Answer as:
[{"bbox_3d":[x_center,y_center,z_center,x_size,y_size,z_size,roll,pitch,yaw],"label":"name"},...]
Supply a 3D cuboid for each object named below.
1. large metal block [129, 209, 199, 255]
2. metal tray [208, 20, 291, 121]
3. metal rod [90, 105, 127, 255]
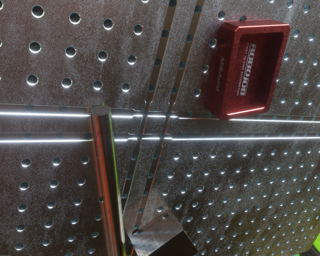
[{"bbox_3d":[0.008,0.197,0.523,0.080,0.050,0.080,-34,129,-6],"label":"large metal block"},{"bbox_3d":[0.121,-0.078,0.427,0.091,0.030,0.129,-11,123,-23],"label":"metal tray"},{"bbox_3d":[-0.068,0.105,0.440,0.025,0.025,0.298,-14,125,-21],"label":"metal rod"}]
